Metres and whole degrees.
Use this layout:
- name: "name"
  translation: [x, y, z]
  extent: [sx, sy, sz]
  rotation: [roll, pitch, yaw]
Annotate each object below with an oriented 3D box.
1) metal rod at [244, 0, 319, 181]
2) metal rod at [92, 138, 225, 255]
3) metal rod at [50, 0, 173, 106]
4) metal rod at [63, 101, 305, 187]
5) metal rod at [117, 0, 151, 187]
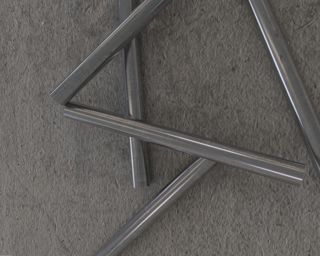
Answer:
- name: "metal rod"
  translation: [0.152, -0.047, 0.354]
  extent: [0.025, 0.025, 0.299]
  rotation: [-22, 83, 18]
- name: "metal rod"
  translation: [-0.024, 0.125, 0.417]
  extent: [0.299, 0.025, 0.025]
  rotation: [-46, 76, 14]
- name: "metal rod"
  translation: [-0.026, -0.139, 0.395]
  extent: [0.300, 0.025, 0.025]
  rotation: [-43, 77, 6]
- name: "metal rod"
  translation: [0.013, 0.012, 0.376]
  extent: [0.301, 0.025, 0.025]
  rotation: [15, 95, 19]
- name: "metal rod"
  translation: [-0.037, -0.071, 0.422]
  extent: [0.025, 0.025, 0.298]
  rotation: [-5, 88, 20]
